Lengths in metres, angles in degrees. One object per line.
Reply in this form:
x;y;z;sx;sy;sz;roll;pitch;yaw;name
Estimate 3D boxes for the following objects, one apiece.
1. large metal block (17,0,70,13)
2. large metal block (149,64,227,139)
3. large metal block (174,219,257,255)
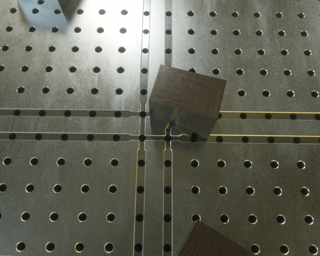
-0.179;-0.237;0.483;0.080;0.050;0.080;17;71;6;large metal block
0.033;-0.030;0.394;0.080;0.080;0.050;15;71;5;large metal block
0.054;0.159;0.341;0.080;0.050;0.080;30;73;10;large metal block
